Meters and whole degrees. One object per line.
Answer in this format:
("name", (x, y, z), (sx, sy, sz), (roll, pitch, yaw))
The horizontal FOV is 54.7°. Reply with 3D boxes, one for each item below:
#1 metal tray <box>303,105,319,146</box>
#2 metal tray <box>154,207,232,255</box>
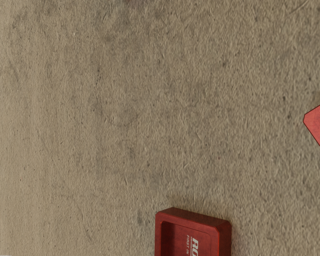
("metal tray", (0.196, -0.007, 0.240), (0.129, 0.030, 0.090), (-40, 66, 32))
("metal tray", (0.037, 0.170, 0.371), (0.090, 0.030, 0.129), (2, 92, 40))
